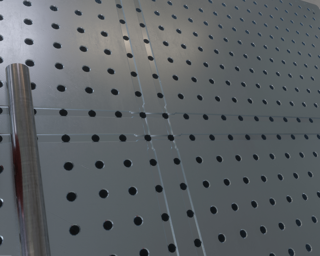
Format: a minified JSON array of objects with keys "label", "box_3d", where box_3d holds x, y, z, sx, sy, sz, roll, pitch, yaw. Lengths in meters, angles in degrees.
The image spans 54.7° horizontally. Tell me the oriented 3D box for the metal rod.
[{"label":"metal rod","box_3d":[-0.126,0.064,0.300,0.025,0.025,0.299,-2,63,-29]}]
